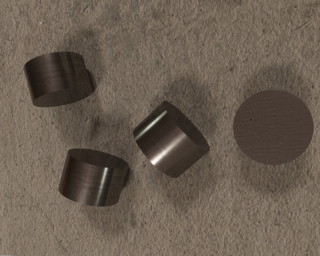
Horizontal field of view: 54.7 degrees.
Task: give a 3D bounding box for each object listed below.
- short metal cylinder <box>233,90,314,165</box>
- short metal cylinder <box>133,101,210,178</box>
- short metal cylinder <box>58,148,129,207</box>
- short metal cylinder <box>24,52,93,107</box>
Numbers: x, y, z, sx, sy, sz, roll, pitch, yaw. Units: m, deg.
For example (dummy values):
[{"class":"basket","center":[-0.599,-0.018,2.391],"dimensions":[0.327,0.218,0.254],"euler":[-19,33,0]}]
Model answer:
[{"class":"short metal cylinder","center":[0.127,-0.001,0.351],"dimensions":[0.080,0.050,0.079],"euler":[0,90,19]},{"class":"short metal cylinder","center":[0.014,0.013,0.374],"dimensions":[0.050,0.080,0.080],"euler":[-43,77,15]},{"class":"short metal cylinder","center":[-0.087,0.063,0.409],"dimensions":[0.080,0.080,0.050],"euler":[18,96,19]},{"class":"short metal cylinder","center":[-0.139,-0.065,0.427],"dimensions":[0.080,0.080,0.050],"euler":[-18,84,19]}]
